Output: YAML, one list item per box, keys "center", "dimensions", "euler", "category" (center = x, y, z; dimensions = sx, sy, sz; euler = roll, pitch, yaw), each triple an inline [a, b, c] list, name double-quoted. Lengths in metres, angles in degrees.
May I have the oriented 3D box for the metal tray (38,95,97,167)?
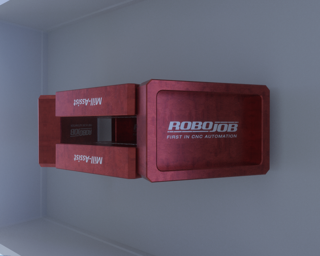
- center: [-0.126, 0.003, 0.443]
  dimensions: [0.030, 0.130, 0.089]
  euler: [0, 91, 8]
  category: "metal tray"

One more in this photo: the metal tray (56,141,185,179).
- center: [-0.048, 0.033, 0.363]
  dimensions: [0.130, 0.091, 0.030]
  euler: [0, 90, 39]
  category: "metal tray"

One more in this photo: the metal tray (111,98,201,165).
- center: [-0.009, 0.003, 0.410]
  dimensions: [0.130, 0.030, 0.089]
  euler: [0, 90, 39]
  category: "metal tray"

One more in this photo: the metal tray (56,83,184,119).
- center: [-0.048, -0.027, 0.362]
  dimensions: [0.130, 0.091, 0.030]
  euler: [1, 90, 40]
  category: "metal tray"

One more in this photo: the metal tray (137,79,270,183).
- center: [0.044, 0.002, 0.301]
  dimensions: [0.030, 0.131, 0.089]
  euler: [-179, 88, -69]
  category: "metal tray"
